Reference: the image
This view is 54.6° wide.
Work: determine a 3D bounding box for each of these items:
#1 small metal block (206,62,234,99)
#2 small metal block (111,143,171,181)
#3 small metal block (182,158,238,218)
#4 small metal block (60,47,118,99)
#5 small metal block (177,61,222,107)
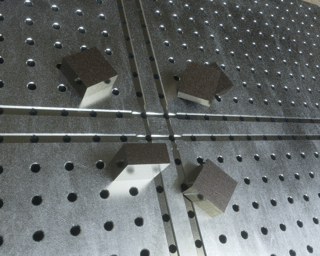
[{"bbox_3d":[0.081,-0.073,0.496,0.050,0.025,0.050,-27,77,-37],"label":"small metal block"},{"bbox_3d":[-0.023,0.039,0.355,0.050,0.050,0.025,2,61,-27],"label":"small metal block"},{"bbox_3d":[0.064,0.076,0.396,0.050,0.025,0.050,40,51,-1],"label":"small metal block"},{"bbox_3d":[-0.092,-0.073,0.403,0.050,0.025,0.050,-33,80,-38],"label":"small metal block"},{"bbox_3d":[0.058,-0.065,0.457,0.050,0.025,0.050,18,79,5],"label":"small metal block"}]
